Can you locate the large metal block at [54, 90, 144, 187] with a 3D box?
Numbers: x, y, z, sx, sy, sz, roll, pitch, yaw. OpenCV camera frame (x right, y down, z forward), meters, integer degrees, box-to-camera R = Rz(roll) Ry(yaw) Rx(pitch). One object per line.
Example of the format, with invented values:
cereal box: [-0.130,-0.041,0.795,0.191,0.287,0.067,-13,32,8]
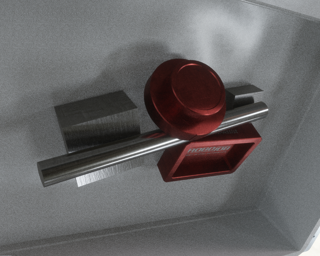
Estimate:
large metal block: [-0.069,0.011,0.360,0.081,0.050,0.079,-17,125,-19]

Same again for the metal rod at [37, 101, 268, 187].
metal rod: [0.015,0.009,0.364,0.303,0.025,0.025,-15,125,-29]

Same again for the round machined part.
round machined part: [0.035,-0.038,0.354,0.099,0.098,0.042,-5,161,-27]

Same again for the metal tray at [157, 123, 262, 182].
metal tray: [0.071,0.035,0.448,0.131,0.030,0.089,-2,139,-29]

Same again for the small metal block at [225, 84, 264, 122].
small metal block: [0.119,-0.033,0.453,0.050,0.025,0.050,-11,123,-23]
